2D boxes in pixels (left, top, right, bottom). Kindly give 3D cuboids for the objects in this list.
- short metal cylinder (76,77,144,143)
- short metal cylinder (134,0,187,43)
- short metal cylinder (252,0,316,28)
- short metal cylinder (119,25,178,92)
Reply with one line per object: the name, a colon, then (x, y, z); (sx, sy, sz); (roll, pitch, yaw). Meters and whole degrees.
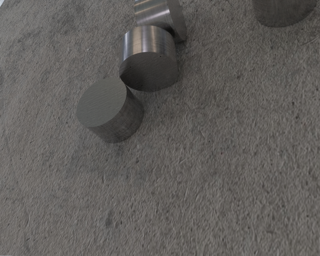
short metal cylinder: (-0.070, -0.025, 0.440); (0.080, 0.050, 0.080); (-13, 56, 21)
short metal cylinder: (0.003, -0.165, 0.468); (0.050, 0.080, 0.080); (-12, 57, 21)
short metal cylinder: (0.164, -0.182, 0.414); (0.080, 0.050, 0.080); (-13, 56, 21)
short metal cylinder: (-0.016, -0.096, 0.436); (0.080, 0.080, 0.050); (-16, 56, 19)
